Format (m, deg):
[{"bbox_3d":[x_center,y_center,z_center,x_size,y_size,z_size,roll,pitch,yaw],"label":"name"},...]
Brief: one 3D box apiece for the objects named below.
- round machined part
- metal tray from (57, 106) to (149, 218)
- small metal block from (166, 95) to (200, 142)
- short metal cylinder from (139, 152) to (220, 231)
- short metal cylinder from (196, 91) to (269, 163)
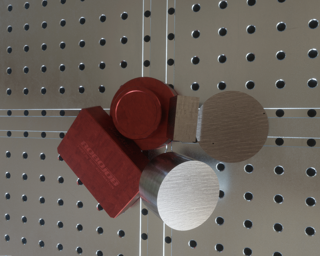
[{"bbox_3d":[-0.023,-0.019,0.407,0.098,0.042,0.097,0,90,19],"label":"round machined part"},{"bbox_3d":[-0.074,0.045,0.420,0.130,0.030,0.090,47,119,13],"label":"metal tray"},{"bbox_3d":[0.026,-0.011,0.367,0.025,0.050,0.050,5,91,-8],"label":"small metal block"},{"bbox_3d":[0.022,0.072,0.365,0.050,0.081,0.079,16,97,63],"label":"short metal cylinder"},{"bbox_3d":[0.086,-0.001,0.365,0.080,0.050,0.079,0,90,20],"label":"short metal cylinder"}]
